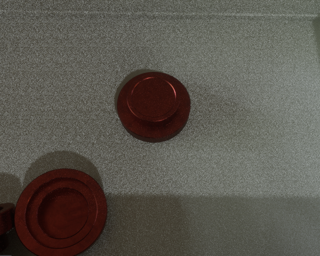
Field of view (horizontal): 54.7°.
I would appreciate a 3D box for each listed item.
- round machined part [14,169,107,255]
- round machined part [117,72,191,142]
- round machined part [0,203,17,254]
[{"bbox_3d":[-0.111,0.100,0.359,0.099,0.042,0.098,3,67,-7],"label":"round machined part"},{"bbox_3d":[-0.008,-0.033,0.412,0.099,0.042,0.098,0,70,0],"label":"round machined part"},{"bbox_3d":[-0.203,0.118,0.330,0.099,0.098,0.042,-14,92,-5],"label":"round machined part"}]
